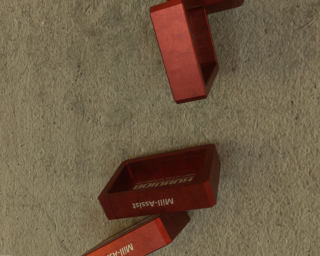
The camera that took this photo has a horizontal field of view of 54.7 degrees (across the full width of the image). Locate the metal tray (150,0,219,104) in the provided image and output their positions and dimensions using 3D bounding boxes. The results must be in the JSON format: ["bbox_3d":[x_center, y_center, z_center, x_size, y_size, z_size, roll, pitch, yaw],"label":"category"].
[{"bbox_3d":[0.033,-0.088,0.328,0.030,0.130,0.089,-10,109,20],"label":"metal tray"}]

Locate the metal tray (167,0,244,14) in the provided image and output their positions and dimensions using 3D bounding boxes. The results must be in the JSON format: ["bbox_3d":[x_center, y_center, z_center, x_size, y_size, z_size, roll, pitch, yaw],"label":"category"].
[{"bbox_3d":[0.050,-0.210,0.388,0.090,0.030,0.129,-8,87,19],"label":"metal tray"}]

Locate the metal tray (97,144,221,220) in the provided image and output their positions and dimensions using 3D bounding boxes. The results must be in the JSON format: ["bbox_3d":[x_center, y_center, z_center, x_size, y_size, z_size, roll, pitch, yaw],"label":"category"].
[{"bbox_3d":[0.003,0.063,0.371,0.130,0.090,0.030,-12,110,19],"label":"metal tray"}]

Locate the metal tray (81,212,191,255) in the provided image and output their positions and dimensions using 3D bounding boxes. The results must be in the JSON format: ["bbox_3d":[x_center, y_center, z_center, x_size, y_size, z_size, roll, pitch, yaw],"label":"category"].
[{"bbox_3d":[-0.033,0.140,0.386,0.130,0.090,0.030,-32,80,17],"label":"metal tray"}]
